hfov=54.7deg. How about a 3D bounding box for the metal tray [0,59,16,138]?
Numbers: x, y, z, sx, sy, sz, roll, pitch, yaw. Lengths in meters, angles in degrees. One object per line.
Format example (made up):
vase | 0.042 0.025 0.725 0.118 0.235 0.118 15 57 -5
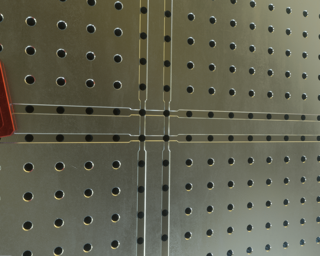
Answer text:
metal tray | -0.230 -0.024 0.324 0.131 0.030 0.089 -11 94 -20
